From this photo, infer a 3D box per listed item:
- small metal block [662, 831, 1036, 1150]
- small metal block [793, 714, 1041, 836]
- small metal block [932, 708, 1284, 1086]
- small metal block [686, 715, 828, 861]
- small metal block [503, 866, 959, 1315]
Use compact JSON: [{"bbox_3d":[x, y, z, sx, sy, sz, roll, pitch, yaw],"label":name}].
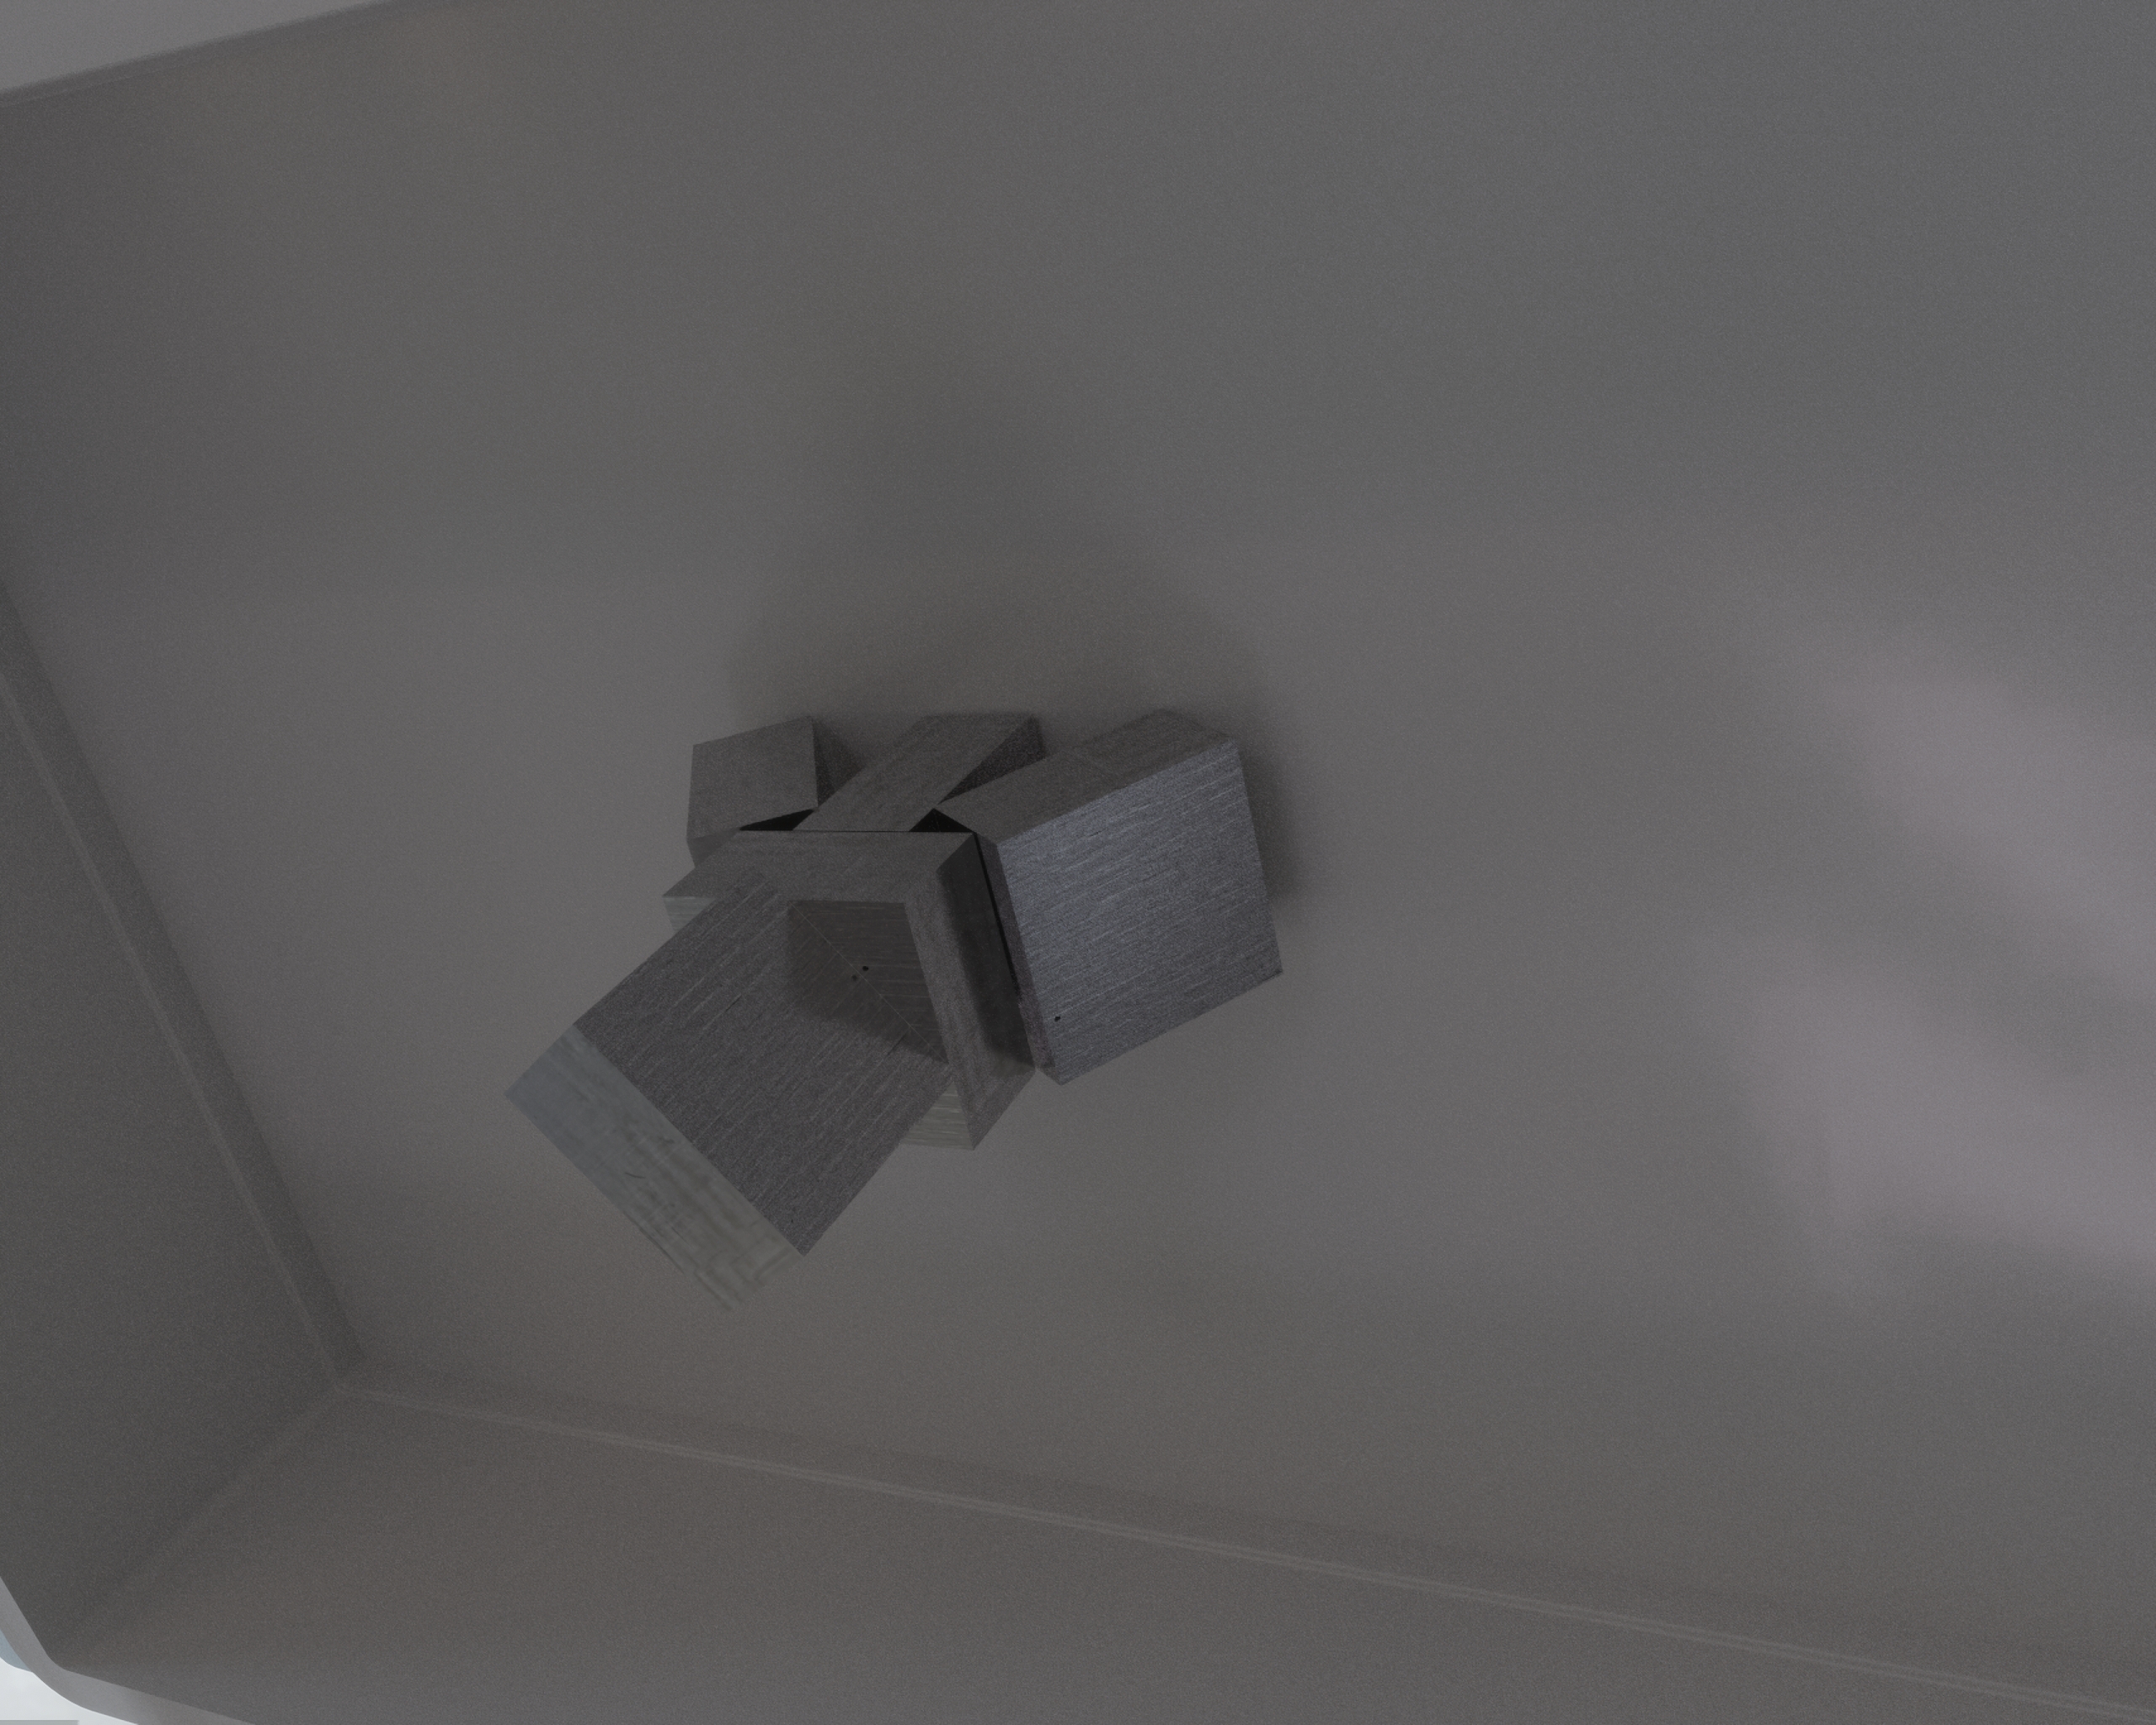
[{"bbox_3d":[-0.040,0.022,0.376,0.050,0.025,0.050,1,119,28],"label":"small metal block"},{"bbox_3d":[-0.025,0.004,0.406,0.025,0.050,0.050,1,119,28],"label":"small metal block"},{"bbox_3d":[0.006,0.006,0.388,0.025,0.050,0.050,29,138,55],"label":"small metal block"},{"bbox_3d":[-0.059,0.004,0.420,0.025,0.050,0.050,-15,115,-2],"label":"small metal block"},{"bbox_3d":[-0.056,0.037,0.344,0.050,0.050,0.025,46,129,-4],"label":"small metal block"}]
